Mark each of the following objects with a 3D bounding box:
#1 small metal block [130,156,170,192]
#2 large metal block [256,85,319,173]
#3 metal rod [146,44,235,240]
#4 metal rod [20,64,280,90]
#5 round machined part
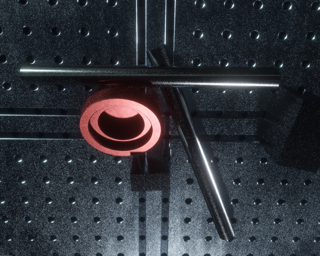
[{"bbox_3d":[-0.013,0.062,0.423,0.050,0.050,0.025,-3,110,0],"label":"small metal block"},{"bbox_3d":[0.169,-0.002,0.386,0.050,0.080,0.079,13,110,-5],"label":"large metal block"},{"bbox_3d":[0.049,0.032,0.426,0.025,0.025,0.299,-20,109,7],"label":"metal rod"},{"bbox_3d":[-0.018,-0.061,0.366,0.302,0.025,0.025,2,110,8],"label":"metal rod"},{"bbox_3d":[-0.047,-0.013,0.387,0.099,0.042,0.097,0,134,0],"label":"round machined part"}]
